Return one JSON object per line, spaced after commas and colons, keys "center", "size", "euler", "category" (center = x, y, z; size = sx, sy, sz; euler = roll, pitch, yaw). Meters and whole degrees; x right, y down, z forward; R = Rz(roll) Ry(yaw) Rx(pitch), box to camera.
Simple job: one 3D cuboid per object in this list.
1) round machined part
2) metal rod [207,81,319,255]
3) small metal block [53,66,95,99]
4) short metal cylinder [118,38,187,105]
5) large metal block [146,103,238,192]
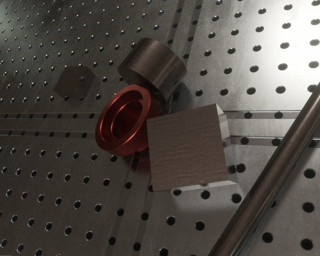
{"center": [-0.036, -0.007, 0.409], "size": [0.098, 0.042, 0.098], "euler": [-26, 46, 30], "category": "round machined part"}
{"center": [0.103, 0.067, 0.312], "size": [0.025, 0.025, 0.300], "euler": [29, 77, 37], "category": "metal rod"}
{"center": [-0.147, -0.078, 0.531], "size": [0.050, 0.025, 0.050], "euler": [5, 64, 30], "category": "small metal block"}
{"center": [-0.010, -0.076, 0.423], "size": [0.080, 0.080, 0.050], "euler": [27, 75, 37], "category": "short metal cylinder"}
{"center": [0.035, 0.026, 0.344], "size": [0.080, 0.050, 0.080], "euler": [-12, 72, 21], "category": "large metal block"}
